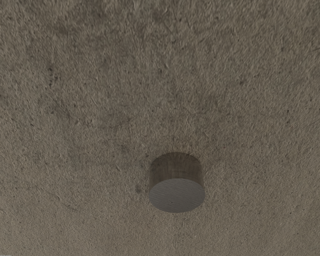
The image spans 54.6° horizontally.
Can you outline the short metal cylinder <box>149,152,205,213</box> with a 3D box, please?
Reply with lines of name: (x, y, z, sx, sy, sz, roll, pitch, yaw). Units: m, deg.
short metal cylinder: (0.024, 0.082, 0.460, 0.080, 0.050, 0.080, 0, 130, 0)
